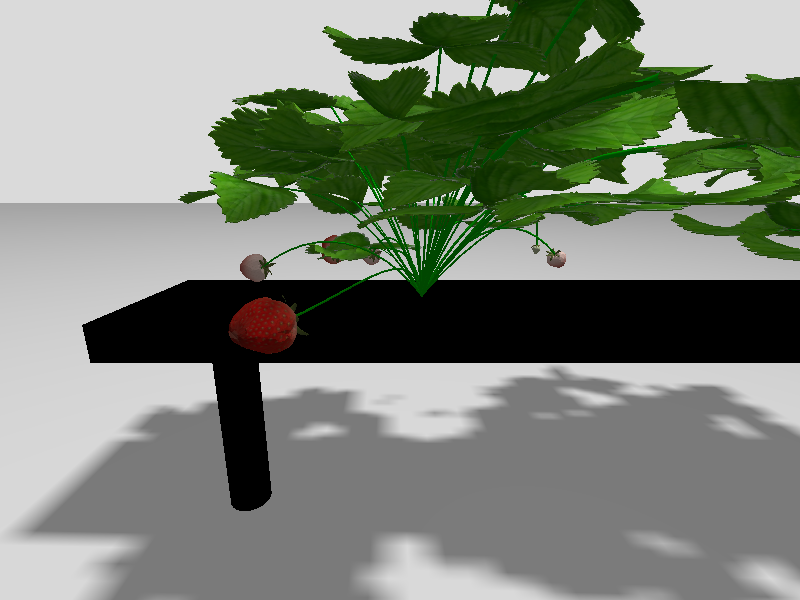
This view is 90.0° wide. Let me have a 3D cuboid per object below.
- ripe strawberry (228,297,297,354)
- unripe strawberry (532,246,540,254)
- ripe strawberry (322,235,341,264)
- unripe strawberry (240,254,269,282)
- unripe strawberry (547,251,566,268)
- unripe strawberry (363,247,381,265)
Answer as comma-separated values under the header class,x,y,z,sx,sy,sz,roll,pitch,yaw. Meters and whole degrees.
class,x,y,z,sx,sy,sz,roll,pitch,yaw
ripe strawberry,-0.078,0.016,0.226,0.037,0.033,0.034,11,19,34
unripe strawberry,0.187,-0.069,0.548,0.010,0.011,0.011,13,20,39
ripe strawberry,-0.087,-0.066,0.518,0.032,0.037,0.035,-10,17,-31
unripe strawberry,-0.154,-0.033,0.419,0.030,0.029,0.028,-2,14,21
unripe strawberry,0.192,-0.049,0.489,0.023,0.020,0.023,19,-18,50
unripe strawberry,-0.038,-0.058,0.516,0.024,0.026,0.027,-5,2,-19
